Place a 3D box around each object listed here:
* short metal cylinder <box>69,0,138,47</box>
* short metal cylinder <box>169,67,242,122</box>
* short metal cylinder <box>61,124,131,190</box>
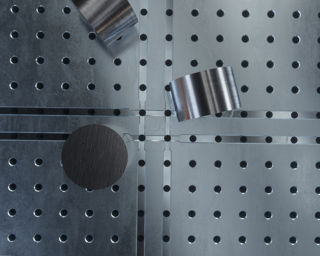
[{"bbox_3d":[-0.072,-0.149,0.385,0.050,0.080,0.080,-39,91,0],"label":"short metal cylinder"},{"bbox_3d":[0.056,-0.040,0.387,0.080,0.080,0.050,-13,90,0],"label":"short metal cylinder"},{"bbox_3d":[-0.079,0.035,0.400,0.081,0.050,0.079,0,90,-1],"label":"short metal cylinder"}]
